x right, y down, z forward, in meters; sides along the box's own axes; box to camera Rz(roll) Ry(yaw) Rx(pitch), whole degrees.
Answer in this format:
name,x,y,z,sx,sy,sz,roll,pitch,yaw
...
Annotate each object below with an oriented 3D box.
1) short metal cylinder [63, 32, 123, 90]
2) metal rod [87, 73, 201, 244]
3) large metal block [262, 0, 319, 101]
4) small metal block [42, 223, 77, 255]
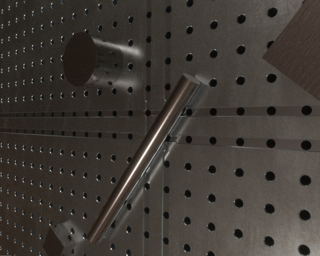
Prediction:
name,x,y,z,sx,sy,sz,roll,pitch,yaw
short metal cylinder,-0.104,-0.101,0.476,0.080,0.050,0.079,0,90,39
metal rod,-0.033,0.057,0.434,0.025,0.025,0.298,46,117,30
large metal block,0.153,-0.068,0.267,0.080,0.050,0.080,49,119,28
small metal block,-0.181,0.210,0.555,0.050,0.025,0.050,38,113,33
